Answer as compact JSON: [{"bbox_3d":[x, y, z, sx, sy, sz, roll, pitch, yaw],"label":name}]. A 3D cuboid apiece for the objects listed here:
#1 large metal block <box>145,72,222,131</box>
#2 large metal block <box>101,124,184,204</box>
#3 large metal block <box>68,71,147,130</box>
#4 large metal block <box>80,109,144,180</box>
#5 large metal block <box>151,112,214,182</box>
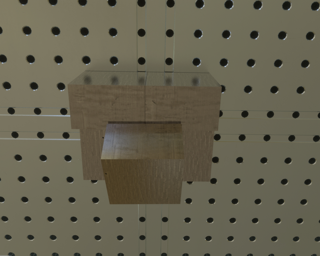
[{"bbox_3d":[0.024,-0.034,0.371,0.081,0.080,0.050,1,110,-1],"label":"large metal block"},{"bbox_3d":[-0.017,0.041,0.344,0.081,0.050,0.079,0,134,-1],"label":"large metal block"},{"bbox_3d":[-0.057,-0.035,0.369,0.081,0.080,0.050,1,110,-1],"label":"large metal block"},{"bbox_3d":[-0.057,0.021,0.405,0.081,0.050,0.079,1,110,-1],"label":"large metal block"},{"bbox_3d":[0.025,0.022,0.406,0.081,0.050,0.079,1,110,-1],"label":"large metal block"}]
